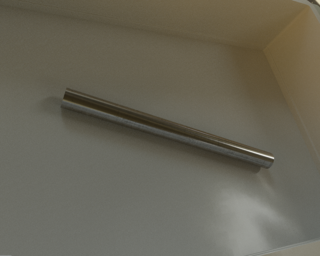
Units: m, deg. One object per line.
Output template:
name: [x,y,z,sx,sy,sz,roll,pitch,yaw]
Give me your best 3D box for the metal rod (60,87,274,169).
metal rod: [0.023,0.006,0.412,0.302,0.025,0.025,17,55,-18]
